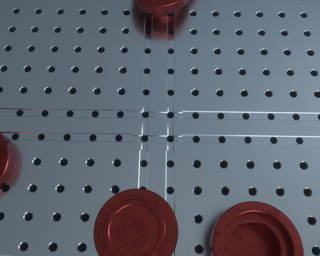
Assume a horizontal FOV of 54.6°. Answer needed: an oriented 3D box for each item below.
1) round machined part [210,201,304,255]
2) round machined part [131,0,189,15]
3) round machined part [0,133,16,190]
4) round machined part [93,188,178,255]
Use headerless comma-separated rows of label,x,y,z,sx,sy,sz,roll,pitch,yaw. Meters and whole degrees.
round machined part,0.105,0.136,0.350,0.099,0.042,0.098,1,64,-2
round machined part,0.001,-0.216,0.479,0.098,0.042,0.098,0,74,2
round machined part,-0.239,0.041,0.387,0.099,0.042,0.098,0,70,0
round machined part,-0.028,0.119,0.359,0.099,0.042,0.098,0,70,0
